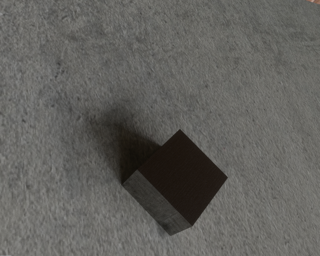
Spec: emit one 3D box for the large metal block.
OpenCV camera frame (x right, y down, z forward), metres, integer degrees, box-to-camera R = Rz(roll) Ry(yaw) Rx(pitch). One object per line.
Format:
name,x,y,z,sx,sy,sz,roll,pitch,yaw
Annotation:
large metal block,0.018,0.062,0.359,0.080,0.050,0.080,46,51,3
